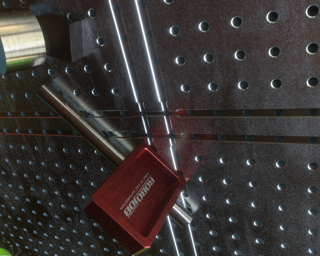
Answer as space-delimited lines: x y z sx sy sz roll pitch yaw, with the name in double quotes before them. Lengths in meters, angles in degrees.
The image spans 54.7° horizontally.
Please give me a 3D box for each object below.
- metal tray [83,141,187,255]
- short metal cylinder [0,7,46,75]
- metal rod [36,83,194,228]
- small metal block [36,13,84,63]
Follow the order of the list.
"metal tray" -0.027 0.086 0.411 0.090 0.131 0.030 43 129 -2
"short metal cylinder" -0.194 -0.115 0.409 0.080 0.050 0.079 27 128 40
"metal rod" -0.067 0.043 0.473 0.300 0.025 0.025 43 129 -2
"small metal block" -0.130 -0.119 0.406 0.050 0.025 0.050 18 126 17
